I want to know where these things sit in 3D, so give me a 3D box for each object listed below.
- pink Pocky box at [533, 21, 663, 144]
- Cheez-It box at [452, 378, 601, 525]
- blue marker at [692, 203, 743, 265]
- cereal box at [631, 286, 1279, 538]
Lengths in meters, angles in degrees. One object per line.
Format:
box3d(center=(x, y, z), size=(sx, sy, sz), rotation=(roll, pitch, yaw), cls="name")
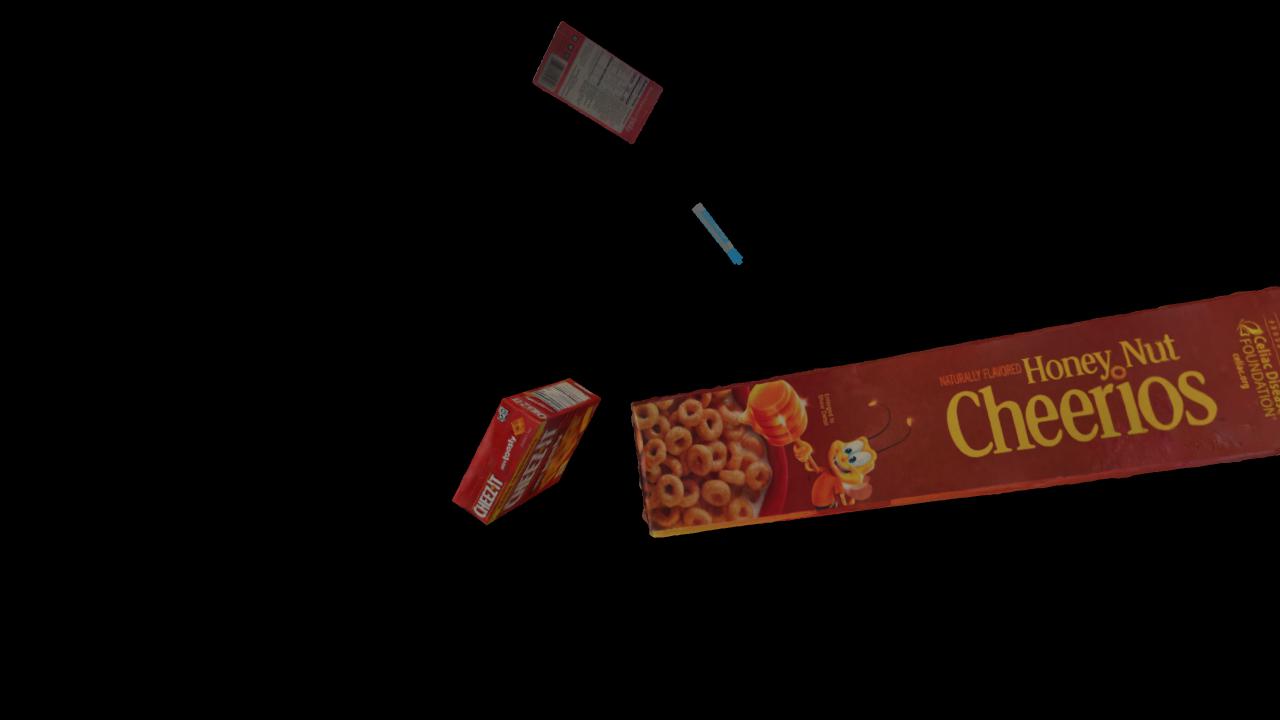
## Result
box3d(center=(-0.055, -0.363, 0.813), size=(0.155, 0.084, 0.029), rotation=(25, 19, -20), cls="pink Pocky box")
box3d(center=(-0.154, 0.122, 0.889), size=(0.071, 0.166, 0.223), rotation=(31, 13, 13), cls="Cheez-It box")
box3d(center=(0.129, -0.205, 1.009), size=(0.020, 0.121, 0.020), rotation=(-37, -3, -2), cls="blue marker")
box3d(center=(0.168, 0.041, 0.370), size=(0.306, 0.081, 0.203), rotation=(-10, -10, 13), cls="cereal box")
